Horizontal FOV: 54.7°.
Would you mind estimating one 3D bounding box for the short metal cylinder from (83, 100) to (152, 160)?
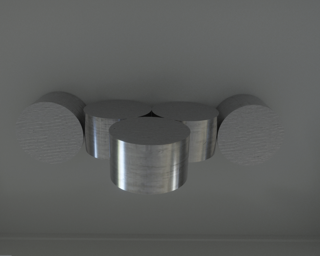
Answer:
[{"bbox_3d":[-0.051,0.000,0.379,0.081,0.080,0.050,2,110,-1],"label":"short metal cylinder"}]

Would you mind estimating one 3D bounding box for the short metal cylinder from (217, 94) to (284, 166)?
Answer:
[{"bbox_3d":[0.110,0.002,0.398,0.081,0.050,0.079,0,110,0],"label":"short metal cylinder"}]

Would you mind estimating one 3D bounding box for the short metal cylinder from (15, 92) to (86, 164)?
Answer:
[{"bbox_3d":[-0.132,-0.002,0.394,0.081,0.050,0.079,0,110,0],"label":"short metal cylinder"}]

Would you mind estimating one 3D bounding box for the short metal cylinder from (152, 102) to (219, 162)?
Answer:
[{"bbox_3d":[0.030,0.002,0.381,0.081,0.080,0.050,2,110,-1],"label":"short metal cylinder"}]

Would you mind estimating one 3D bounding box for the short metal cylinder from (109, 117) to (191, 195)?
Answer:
[{"bbox_3d":[-0.011,0.025,0.316,0.081,0.080,0.050,2,110,-1],"label":"short metal cylinder"}]
